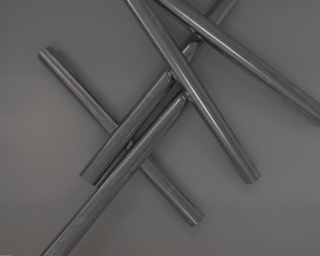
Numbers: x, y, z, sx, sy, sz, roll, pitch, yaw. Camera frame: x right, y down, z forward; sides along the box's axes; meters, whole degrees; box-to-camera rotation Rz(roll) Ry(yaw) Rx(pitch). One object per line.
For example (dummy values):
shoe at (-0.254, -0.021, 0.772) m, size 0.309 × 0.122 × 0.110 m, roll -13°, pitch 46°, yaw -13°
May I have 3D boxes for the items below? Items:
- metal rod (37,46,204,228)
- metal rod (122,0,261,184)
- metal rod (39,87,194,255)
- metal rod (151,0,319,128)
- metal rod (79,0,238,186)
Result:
metal rod at (-0.051, 0.012, 0.410) m, size 0.025 × 0.025 × 0.300 m, roll -42°, pitch 90°, yaw 0°
metal rod at (0.038, -0.052, 0.378) m, size 0.025 × 0.025 × 0.299 m, roll -35°, pitch 103°, yaw 0°
metal rod at (-0.046, 0.055, 0.379) m, size 0.025 × 0.025 × 0.300 m, roll 40°, pitch 78°, yaw 0°
metal rod at (0.100, -0.091, 0.388) m, size 0.301 × 0.025 × 0.025 m, roll 34°, pitch 90°, yaw -10°
metal rod at (0.002, -0.055, 0.394) m, size 0.025 × 0.025 × 0.300 m, roll 38°, pitch 83°, yaw 0°
